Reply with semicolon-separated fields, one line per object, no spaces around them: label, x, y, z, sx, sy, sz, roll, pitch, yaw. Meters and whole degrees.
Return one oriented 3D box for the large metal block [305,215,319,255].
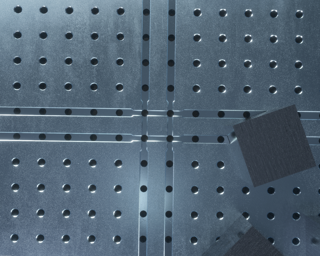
large metal block;0.226;0.160;0.387;0.050;0.080;0.080;-1;90;0

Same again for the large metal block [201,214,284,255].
large metal block;0.114;0.175;0.402;0.080;0.050;0.080;44;90;0

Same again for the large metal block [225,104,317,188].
large metal block;0.139;0.022;0.402;0.080;0.050;0.080;-19;90;0
